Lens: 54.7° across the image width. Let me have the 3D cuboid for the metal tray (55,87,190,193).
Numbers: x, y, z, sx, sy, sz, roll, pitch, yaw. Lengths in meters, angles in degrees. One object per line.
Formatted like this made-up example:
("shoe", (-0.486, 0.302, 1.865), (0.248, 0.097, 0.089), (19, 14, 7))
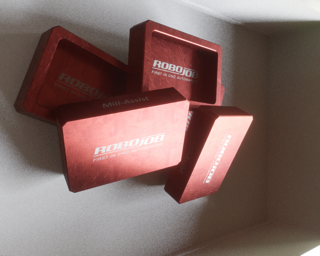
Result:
("metal tray", (-0.037, 0.011, 0.328), (0.131, 0.030, 0.089), (-12, 128, -24))

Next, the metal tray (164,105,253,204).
("metal tray", (0.066, 0.035, 0.417), (0.091, 0.030, 0.129), (-2, 120, -46))

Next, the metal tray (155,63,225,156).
("metal tray", (0.041, -0.016, 0.437), (0.090, 0.030, 0.130), (25, 74, -38))

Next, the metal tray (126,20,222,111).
("metal tray", (0.023, -0.069, 0.382), (0.131, 0.030, 0.089), (5, 87, -40))

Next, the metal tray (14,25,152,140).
("metal tray", (-0.075, -0.037, 0.338), (0.131, 0.030, 0.090), (25, 74, -38))
